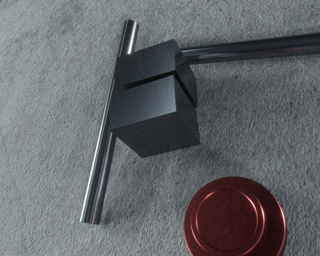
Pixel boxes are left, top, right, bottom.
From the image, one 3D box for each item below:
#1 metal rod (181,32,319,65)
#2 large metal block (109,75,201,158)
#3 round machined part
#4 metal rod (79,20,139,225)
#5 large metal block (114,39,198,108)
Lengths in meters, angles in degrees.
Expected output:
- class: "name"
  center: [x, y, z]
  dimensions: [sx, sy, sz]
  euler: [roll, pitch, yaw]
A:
- class: "metal rod"
  center: [0.072, -0.103, 0.428]
  dimensions: [0.300, 0.025, 0.025]
  euler: [1, 62, 28]
- class: "large metal block"
  center: [-0.004, -0.010, 0.376]
  dimensions: [0.080, 0.080, 0.050]
  euler: [-15, 56, 19]
- class: "round machined part"
  center: [0.069, 0.093, 0.299]
  dimensions: [0.098, 0.042, 0.098]
  euler: [-13, 56, 20]
- class: "metal rod"
  center: [-0.066, -0.022, 0.430]
  dimensions: [0.025, 0.025, 0.299]
  euler: [-2, 66, 26]
- class: "large metal block"
  center: [-0.003, -0.060, 0.405]
  dimensions: [0.080, 0.080, 0.050]
  euler: [-13, 57, 21]
